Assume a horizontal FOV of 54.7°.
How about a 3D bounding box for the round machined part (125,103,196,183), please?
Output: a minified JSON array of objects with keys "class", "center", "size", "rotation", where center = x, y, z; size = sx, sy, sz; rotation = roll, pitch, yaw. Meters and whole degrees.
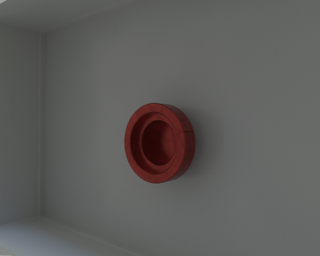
[{"class":"round machined part","center":[0.004,0.018,0.390],"size":[0.098,0.042,0.097],"rotation":[0,90,39]}]
